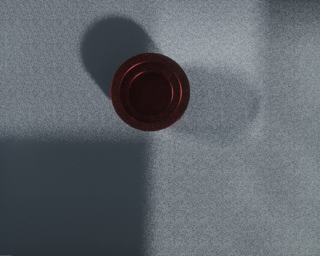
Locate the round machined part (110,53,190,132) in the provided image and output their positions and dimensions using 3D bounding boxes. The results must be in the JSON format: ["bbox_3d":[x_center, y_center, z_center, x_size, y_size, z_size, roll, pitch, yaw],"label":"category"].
[{"bbox_3d":[-0.012,-0.044,0.403,0.099,0.042,0.097,0,90,-1],"label":"round machined part"}]
